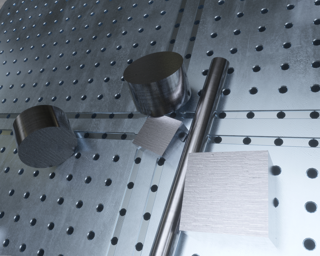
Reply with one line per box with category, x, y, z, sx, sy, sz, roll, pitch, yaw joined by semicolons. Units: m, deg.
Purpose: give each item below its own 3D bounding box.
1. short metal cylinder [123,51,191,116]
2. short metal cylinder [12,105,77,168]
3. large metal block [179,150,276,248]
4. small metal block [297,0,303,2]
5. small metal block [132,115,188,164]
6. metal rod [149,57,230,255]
short metal cylinder;-0.003;-0.061;0.415;0.080;0.050;0.080;-12;38;10
short metal cylinder;-0.168;0.013;0.454;0.080;0.080;0.050;-38;51;3
large metal block;0.071;0.070;0.312;0.080;0.050;0.080;-4;60;26
small metal block;0.203;-0.205;0.411;0.050;0.050;0.025;-19;54;17
small metal block;0.001;0.011;0.401;0.050;0.025;0.050;21;73;35
metal rod;0.035;0.043;0.363;0.025;0.025;0.300;6;64;31
